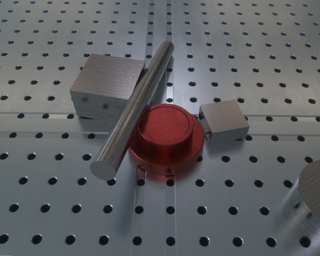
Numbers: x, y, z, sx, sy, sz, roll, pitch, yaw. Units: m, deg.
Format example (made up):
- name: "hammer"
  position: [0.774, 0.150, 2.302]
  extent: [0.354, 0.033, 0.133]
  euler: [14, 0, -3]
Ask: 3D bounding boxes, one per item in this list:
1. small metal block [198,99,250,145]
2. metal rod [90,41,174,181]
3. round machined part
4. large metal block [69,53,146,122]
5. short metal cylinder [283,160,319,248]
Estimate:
- name: "small metal block"
  position: [0.084, -0.009, 0.416]
  extent: [0.050, 0.025, 0.050]
  euler: [-10, 51, -9]
- name: "metal rod"
  position: [-0.020, -0.048, 0.405]
  extent: [0.025, 0.025, 0.301]
  euler: [10, 38, 8]
- name: "round machined part"
  position: [0.007, 0.007, 0.391]
  extent: [0.099, 0.042, 0.098]
  euler: [0, 50, 0]
- name: "large metal block"
  position: [-0.069, -0.056, 0.438]
  extent: [0.080, 0.050, 0.080]
  euler: [10, 51, 8]
- name: "short metal cylinder"
  position: [0.179, 0.080, 0.326]
  extent: [0.081, 0.050, 0.080]
  euler: [0, 50, 0]
